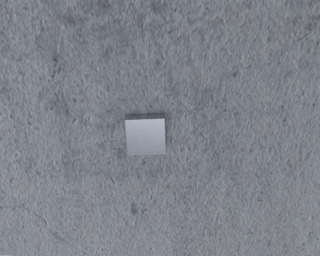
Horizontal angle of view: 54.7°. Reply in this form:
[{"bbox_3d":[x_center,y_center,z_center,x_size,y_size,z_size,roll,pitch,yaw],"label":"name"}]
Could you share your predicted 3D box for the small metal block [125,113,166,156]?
[{"bbox_3d":[-0.019,0.008,0.413,0.050,0.025,0.050,-2,110,0],"label":"small metal block"}]
